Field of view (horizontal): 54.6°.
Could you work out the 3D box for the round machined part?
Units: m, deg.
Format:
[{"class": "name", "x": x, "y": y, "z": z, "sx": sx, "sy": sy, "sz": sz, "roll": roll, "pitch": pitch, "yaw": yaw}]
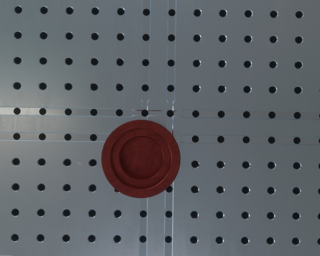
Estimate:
[{"class": "round machined part", "x": -0.024, "y": 0.038, "z": 0.405, "sx": 0.099, "sy": 0.042, "sz": 0.097, "roll": 0, "pitch": 90, "yaw": 0}]
